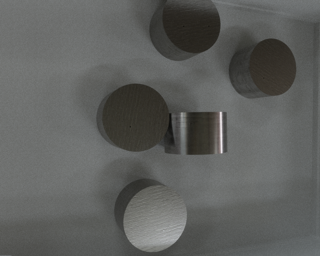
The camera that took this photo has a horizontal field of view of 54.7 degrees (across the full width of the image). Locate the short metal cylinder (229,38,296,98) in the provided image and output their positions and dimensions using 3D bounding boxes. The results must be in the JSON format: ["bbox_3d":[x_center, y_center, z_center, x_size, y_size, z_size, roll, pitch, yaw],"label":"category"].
[{"bbox_3d":[0.150,-0.085,0.454,0.081,0.050,0.079,0,90,-21],"label":"short metal cylinder"}]

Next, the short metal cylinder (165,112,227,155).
[{"bbox_3d":[0.046,0.006,0.399,0.081,0.080,0.050,-2,91,-20],"label":"short metal cylinder"}]

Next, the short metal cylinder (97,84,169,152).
[{"bbox_3d":[-0.035,-0.012,0.384,0.081,0.050,0.079,0,90,-19],"label":"short metal cylinder"}]

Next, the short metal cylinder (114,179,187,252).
[{"bbox_3d":[-0.013,0.108,0.394,0.081,0.050,0.079,0,90,-21],"label":"short metal cylinder"}]

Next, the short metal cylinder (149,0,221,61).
[{"bbox_3d":[0.032,-0.133,0.410,0.081,0.050,0.079,0,90,-21],"label":"short metal cylinder"}]
